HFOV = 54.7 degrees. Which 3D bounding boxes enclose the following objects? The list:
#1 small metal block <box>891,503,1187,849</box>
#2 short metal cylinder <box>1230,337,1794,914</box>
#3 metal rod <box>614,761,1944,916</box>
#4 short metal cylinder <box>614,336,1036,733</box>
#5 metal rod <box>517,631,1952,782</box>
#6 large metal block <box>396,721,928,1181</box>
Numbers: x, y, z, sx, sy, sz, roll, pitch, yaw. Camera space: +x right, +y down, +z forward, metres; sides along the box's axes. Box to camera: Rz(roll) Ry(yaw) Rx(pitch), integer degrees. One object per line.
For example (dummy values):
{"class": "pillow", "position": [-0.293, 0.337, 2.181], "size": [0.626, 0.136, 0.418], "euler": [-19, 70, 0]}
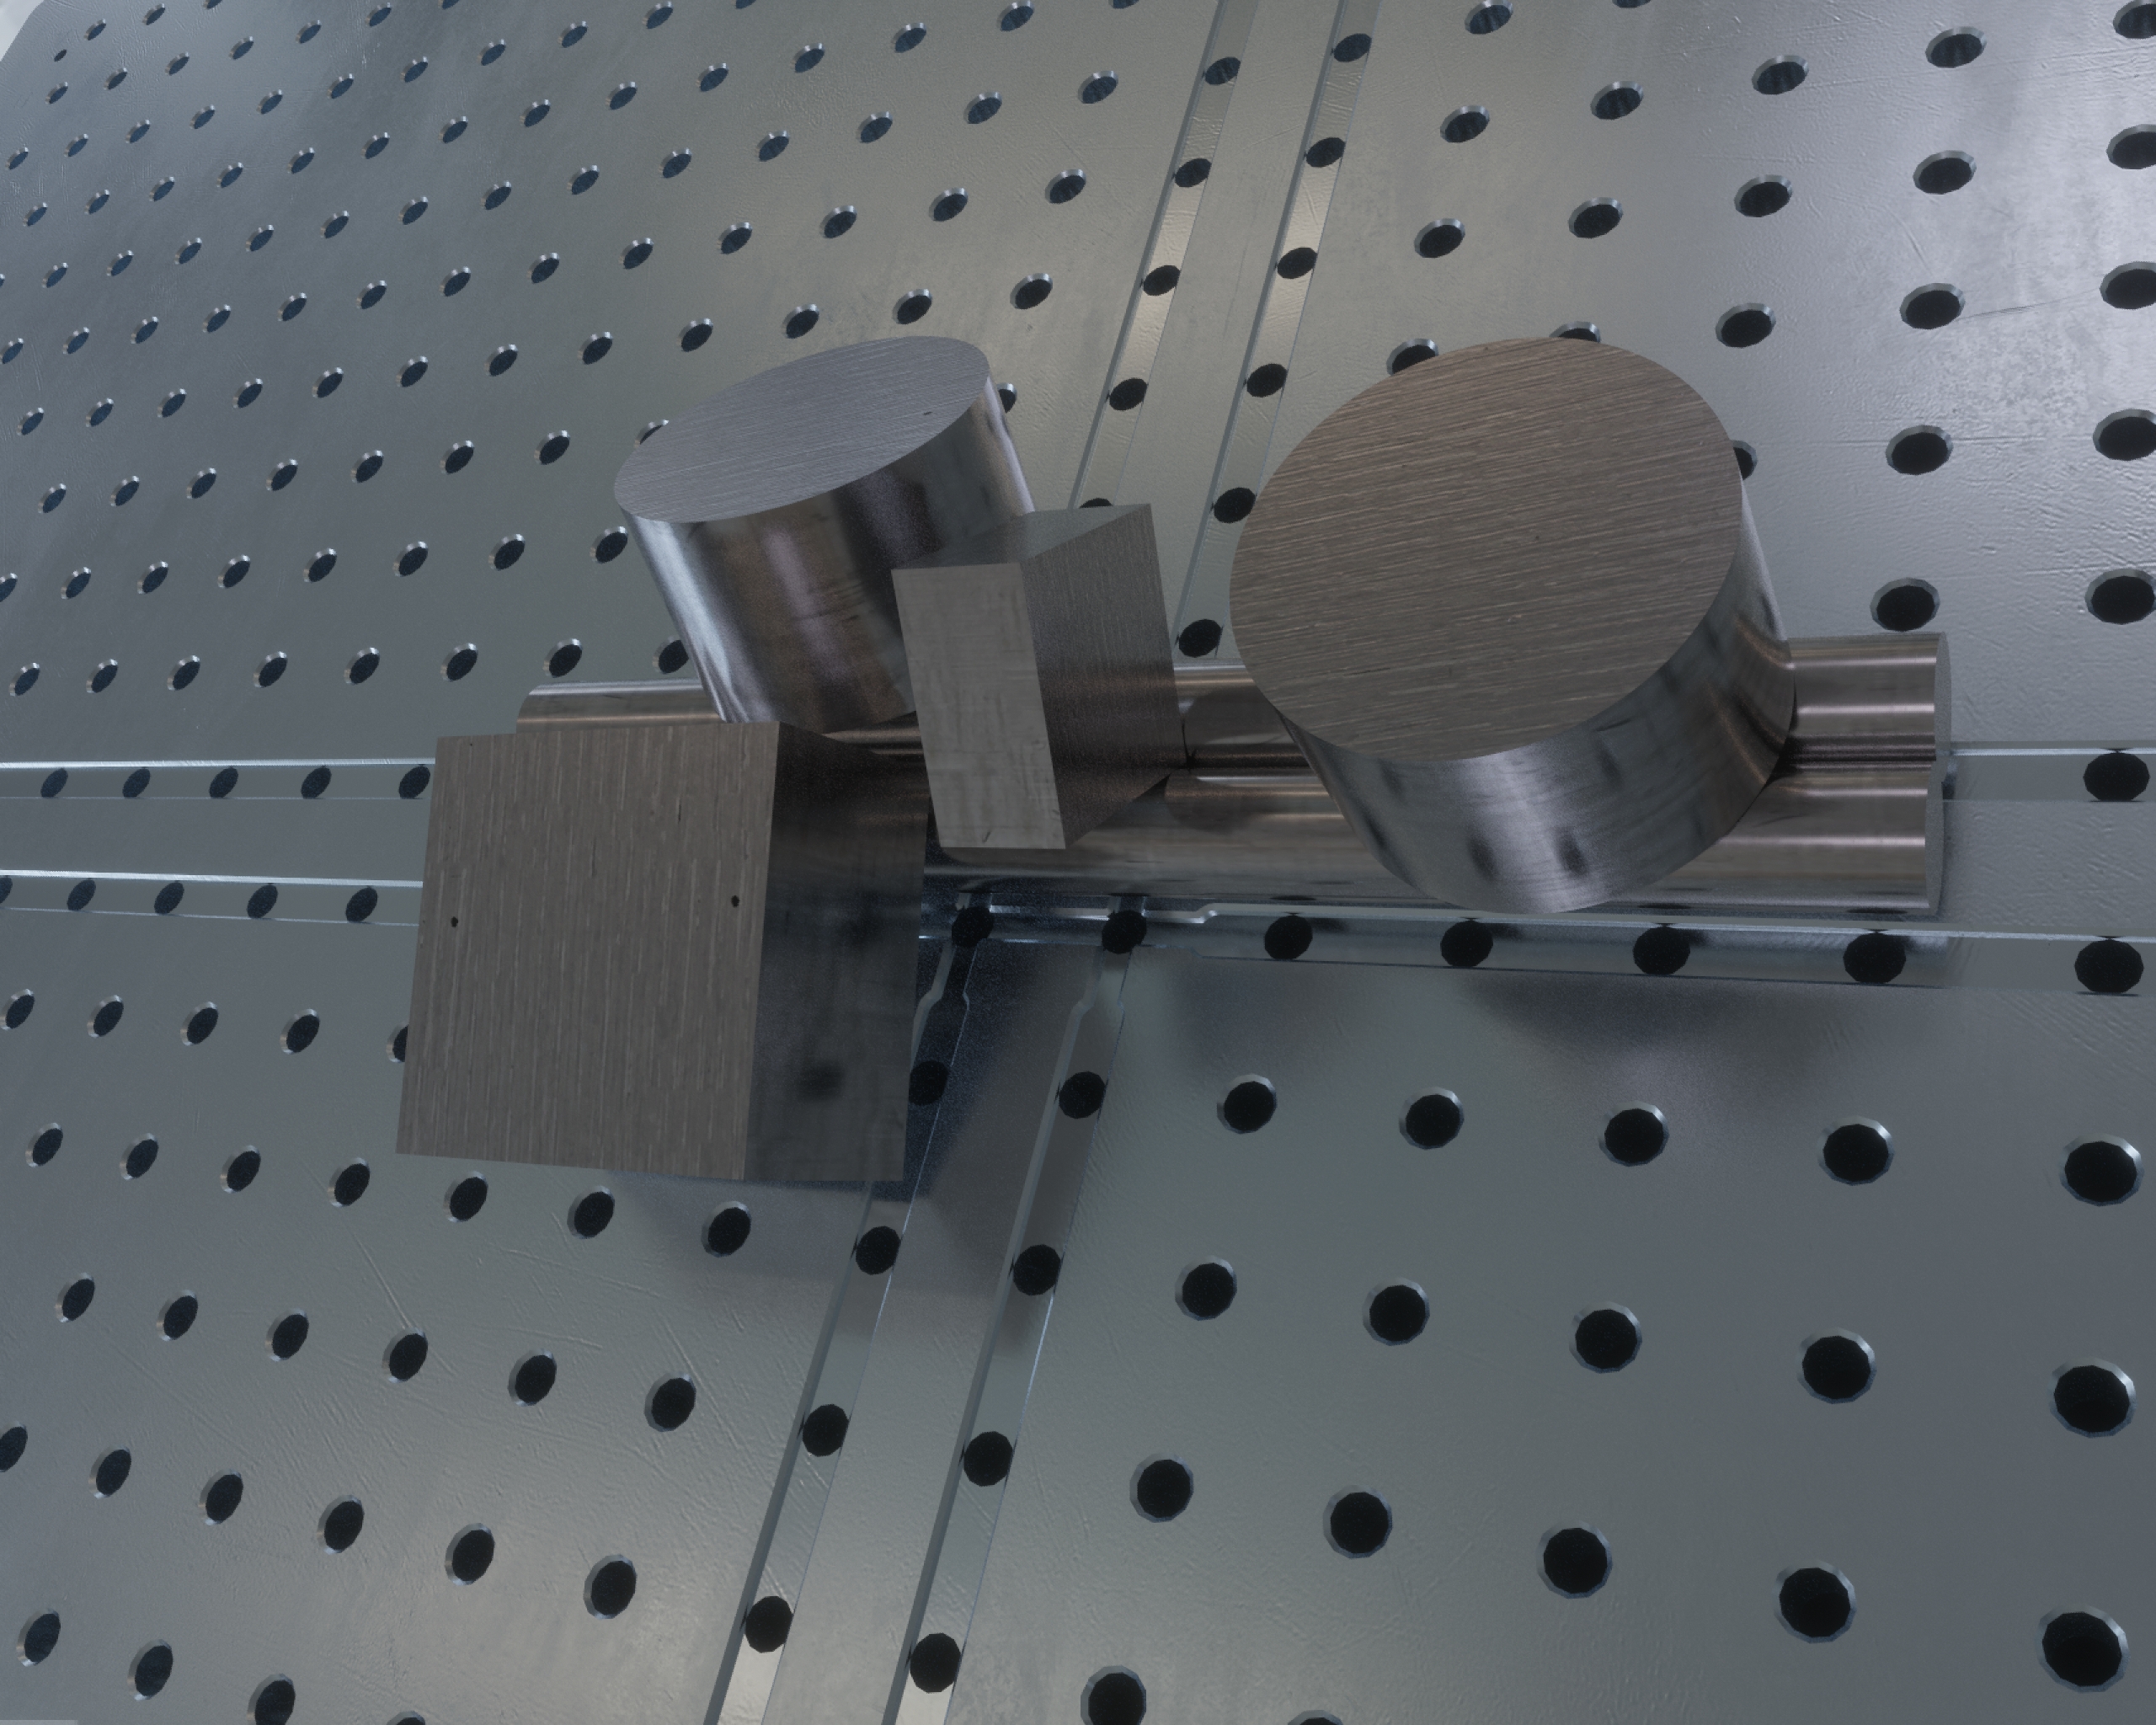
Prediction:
{"class": "small metal block", "position": [-0.005, -0.034, 0.375], "size": [0.025, 0.050, 0.050], "euler": [1, 20, 28]}
{"class": "short metal cylinder", "position": [0.072, -0.038, 0.341], "size": [0.080, 0.050, 0.080], "euler": [-13, 56, 21]}
{"class": "metal rod", "position": [0.005, -0.006, 0.405], "size": [0.300, 0.025, 0.025], "euler": [1, 62, 28]}
{"class": "short metal cylinder", "position": [-0.049, -0.070, 0.438], "size": [0.080, 0.050, 0.080], "euler": [-13, 33, 9]}
{"class": "metal rod", "position": [0.011, -0.028, 0.415], "size": [0.300, 0.025, 0.025], "euler": [1, 62, 28]}
{"class": "large metal block", "position": [-0.078, 0.018, 0.400], "size": [0.080, 0.050, 0.080], "euler": [-1, 82, 28]}
